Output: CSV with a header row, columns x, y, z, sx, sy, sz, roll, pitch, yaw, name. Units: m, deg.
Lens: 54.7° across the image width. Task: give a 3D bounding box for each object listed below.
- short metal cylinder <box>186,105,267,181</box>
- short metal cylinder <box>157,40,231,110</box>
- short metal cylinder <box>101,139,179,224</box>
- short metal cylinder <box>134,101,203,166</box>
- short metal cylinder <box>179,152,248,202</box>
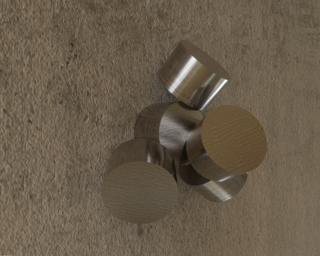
x,y,z,sx,sy,sz,roll,pitch,yaw,name
0.077,0.019,0.368,0.081,0.050,0.080,5,69,-14,short metal cylinder
0.044,-0.068,0.399,0.080,0.080,0.050,17,122,-39,short metal cylinder
-0.021,0.059,0.345,0.081,0.050,0.079,-1,115,-1,short metal cylinder
0.013,0.006,0.401,0.081,0.050,0.080,0,89,-40,short metal cylinder
0.074,0.056,0.432,0.050,0.080,0.080,42,64,-32,short metal cylinder
